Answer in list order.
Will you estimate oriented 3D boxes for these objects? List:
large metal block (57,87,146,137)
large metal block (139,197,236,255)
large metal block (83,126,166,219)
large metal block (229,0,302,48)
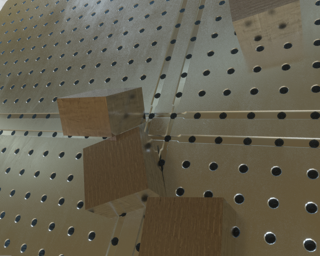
[{"bbox_3d":[-0.077,-0.023,0.421,0.080,0.080,0.050,1,105,29],"label":"large metal block"},{"bbox_3d":[0.028,0.115,0.307,0.080,0.050,0.080,-6,59,25],"label":"large metal block"},{"bbox_3d":[-0.045,0.056,0.380,0.080,0.050,0.080,-21,56,15],"label":"large metal block"},{"bbox_3d":[0.140,-0.166,0.421,0.080,0.050,0.080,-13,56,21],"label":"large metal block"}]
